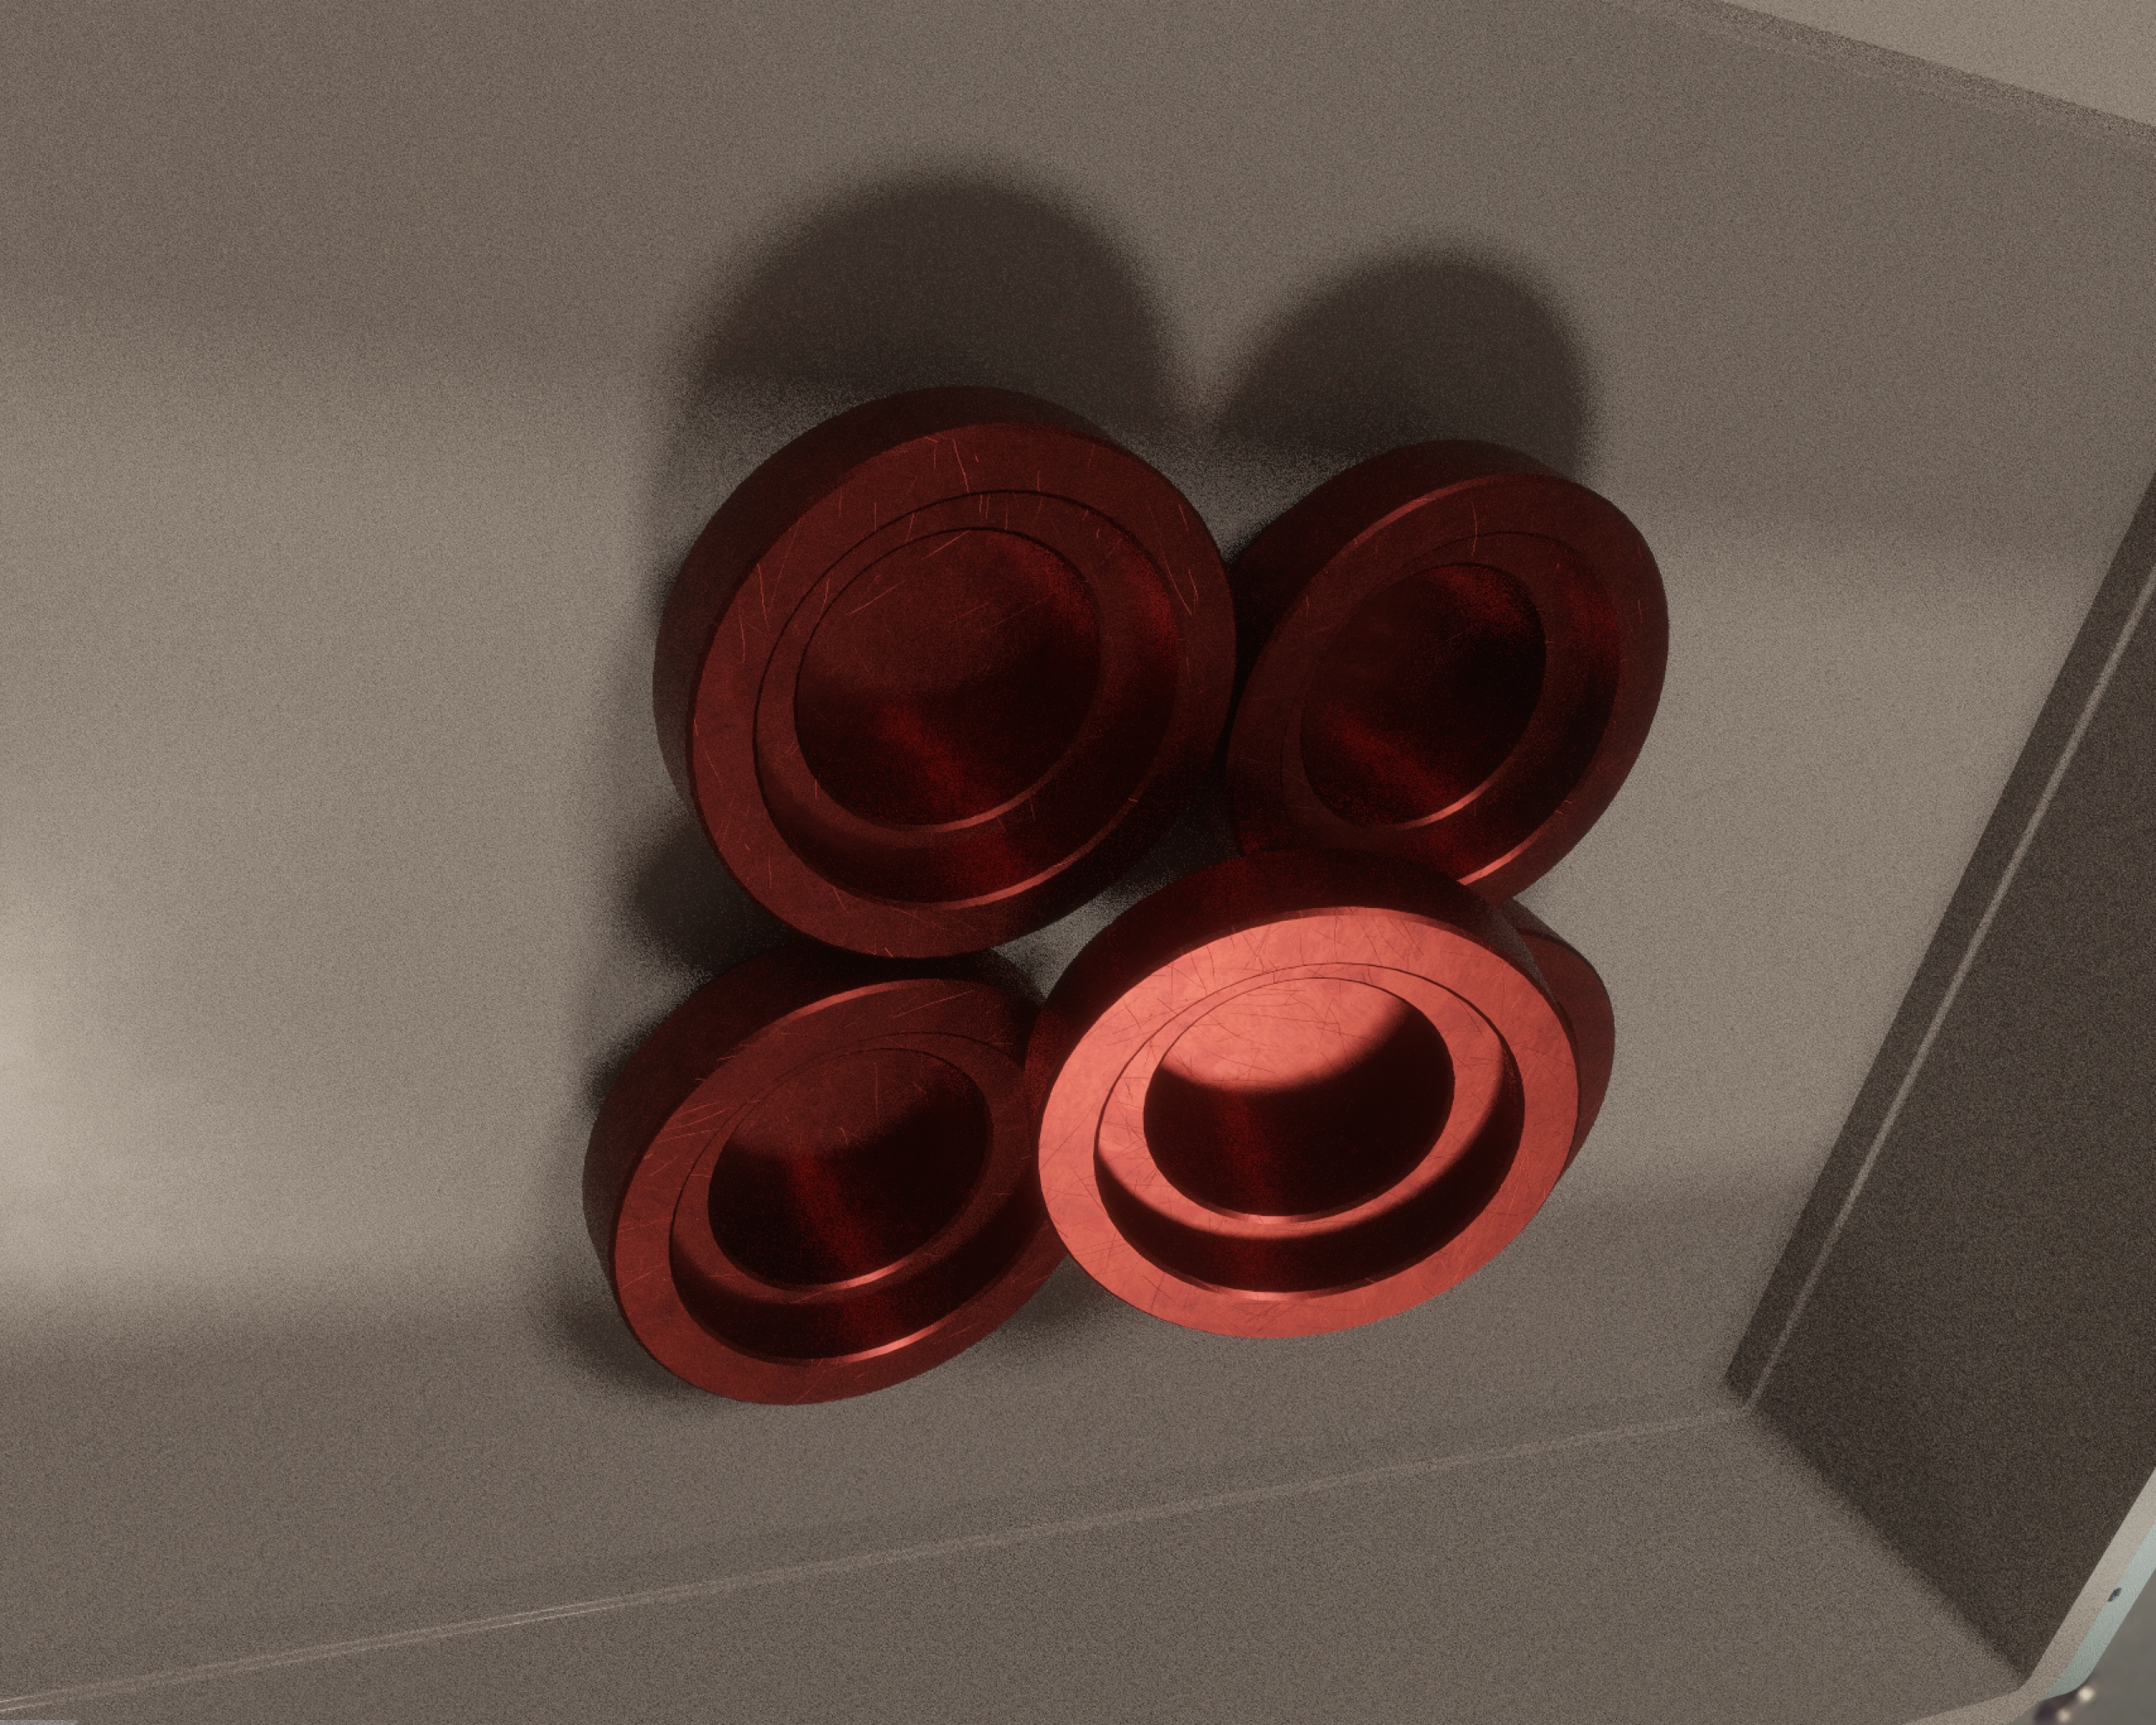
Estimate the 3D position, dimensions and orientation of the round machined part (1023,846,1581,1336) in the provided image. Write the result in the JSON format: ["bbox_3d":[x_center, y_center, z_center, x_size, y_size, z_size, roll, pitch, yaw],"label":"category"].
[{"bbox_3d":[0.039,0.038,0.387,0.099,0.042,0.097,-3,122,-5],"label":"round machined part"}]

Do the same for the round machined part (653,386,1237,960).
[{"bbox_3d":[-0.025,-0.035,0.361,0.099,0.042,0.097,-14,125,-21],"label":"round machined part"}]

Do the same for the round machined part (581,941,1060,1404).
[{"bbox_3d":[-0.047,0.054,0.404,0.099,0.042,0.097,-14,125,-21],"label":"round machined part"}]

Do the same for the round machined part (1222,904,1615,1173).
[{"bbox_3d":[0.066,0.046,0.462,0.099,0.042,0.097,-14,125,-21],"label":"round machined part"}]

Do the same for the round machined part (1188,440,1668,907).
[{"bbox_3d":[0.063,-0.036,0.409,0.099,0.042,0.097,-14,125,-21],"label":"round machined part"}]
